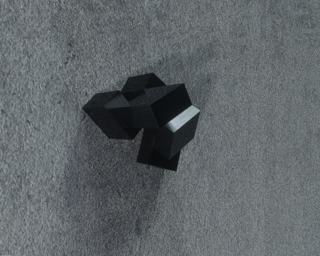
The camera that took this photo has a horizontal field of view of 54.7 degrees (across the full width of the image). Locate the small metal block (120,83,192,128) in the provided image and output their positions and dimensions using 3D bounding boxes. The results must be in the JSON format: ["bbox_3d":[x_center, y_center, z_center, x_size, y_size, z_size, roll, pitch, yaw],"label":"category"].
[{"bbox_3d":[-0.004,-0.023,0.323,0.050,0.050,0.025,-36,113,-34],"label":"small metal block"}]

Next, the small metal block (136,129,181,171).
[{"bbox_3d":[0.001,0.027,0.409,0.050,0.025,0.050,21,77,-38],"label":"small metal block"}]

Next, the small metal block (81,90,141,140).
[{"bbox_3d":[-0.053,-0.013,0.348,0.025,0.050,0.050,-53,121,-27],"label":"small metal block"}]

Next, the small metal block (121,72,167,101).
[{"bbox_3d":[-0.013,-0.040,0.381,0.050,0.050,0.025,39,66,-33],"label":"small metal block"}]

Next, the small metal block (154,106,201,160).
[{"bbox_3d":[0.020,0.003,0.377,0.050,0.025,0.050,-38,151,-33],"label":"small metal block"}]
